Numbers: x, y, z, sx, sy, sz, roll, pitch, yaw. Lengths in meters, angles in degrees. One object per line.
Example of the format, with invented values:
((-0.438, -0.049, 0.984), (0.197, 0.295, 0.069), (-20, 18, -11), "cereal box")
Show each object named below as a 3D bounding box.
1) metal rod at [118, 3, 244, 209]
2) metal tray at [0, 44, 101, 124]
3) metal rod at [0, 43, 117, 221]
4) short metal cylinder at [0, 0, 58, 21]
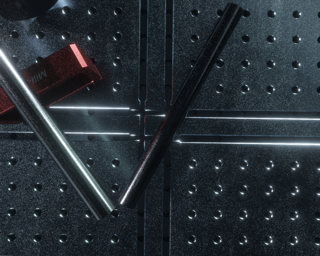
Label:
((0.028, -0.029, 0.413), (0.025, 0.025, 0.299), (29, 90, -1), "metal rod")
((-0.144, -0.049, 0.378), (0.130, 0.090, 0.030), (-29, 91, 0), "metal tray")
((-0.142, -0.034, 0.320), (0.025, 0.025, 0.299), (-35, 91, 0), "metal rod")
((-0.172, -0.178, 0.384), (0.080, 0.080, 0.050), (-30, 90, 0), "short metal cylinder")
